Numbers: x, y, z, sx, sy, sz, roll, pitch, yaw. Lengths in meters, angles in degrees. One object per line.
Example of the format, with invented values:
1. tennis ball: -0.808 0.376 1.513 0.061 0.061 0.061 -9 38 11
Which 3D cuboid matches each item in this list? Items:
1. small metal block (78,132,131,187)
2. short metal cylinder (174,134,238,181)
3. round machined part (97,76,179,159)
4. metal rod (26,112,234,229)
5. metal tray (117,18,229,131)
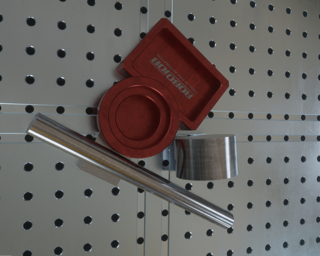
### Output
1. small metal block: -0.067 0.038 0.389 0.050 0.025 0.050 30 80 -18
2. short metal cylinder: 0.059 0.036 0.405 0.081 0.080 0.050 -4 92 -20
3. round machined part: -0.029 -0.013 0.385 0.099 0.042 0.097 0 90 -18
4. metal rod: -0.017 0.065 0.386 0.301 0.025 0.025 32 80 -26
5. metal tray: 0.020 -0.069 0.418 0.130 0.030 0.090 42 76 -15
